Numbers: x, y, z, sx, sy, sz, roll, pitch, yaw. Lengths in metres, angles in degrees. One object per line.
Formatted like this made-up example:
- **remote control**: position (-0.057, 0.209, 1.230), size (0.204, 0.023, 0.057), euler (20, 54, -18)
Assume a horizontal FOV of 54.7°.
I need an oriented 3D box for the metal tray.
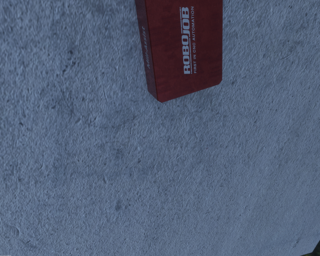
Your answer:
- **metal tray**: position (0.026, -0.102, 0.354), size (0.091, 0.030, 0.129), euler (-19, 126, -17)
